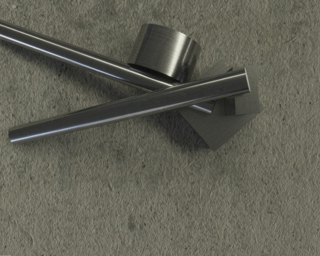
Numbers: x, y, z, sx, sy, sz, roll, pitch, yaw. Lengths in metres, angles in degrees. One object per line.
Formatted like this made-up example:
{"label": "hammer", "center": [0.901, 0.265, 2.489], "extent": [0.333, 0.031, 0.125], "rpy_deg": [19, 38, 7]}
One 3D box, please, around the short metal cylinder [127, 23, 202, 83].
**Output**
{"label": "short metal cylinder", "center": [0.005, -0.087, 0.385], "extent": [0.080, 0.080, 0.050], "rpy_deg": [21, 90, -1]}

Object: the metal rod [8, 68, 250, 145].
{"label": "metal rod", "center": [-0.052, -0.019, 0.357], "extent": [0.301, 0.025, 0.025], "rpy_deg": [-12, 90, 20]}

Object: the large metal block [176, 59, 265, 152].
{"label": "large metal block", "center": [0.070, -0.028, 0.398], "extent": [0.080, 0.050, 0.080], "rpy_deg": [-41, 90, 1]}

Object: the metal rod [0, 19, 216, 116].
{"label": "metal rod", "center": [-0.076, -0.079, 0.381], "extent": [0.301, 0.025, 0.025], "rpy_deg": [21, 90, 11]}

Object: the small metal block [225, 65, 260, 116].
{"label": "small metal block", "center": [0.090, -0.040, 0.347], "extent": [0.025, 0.050, 0.050], "rpy_deg": [-4, 90, 0]}
